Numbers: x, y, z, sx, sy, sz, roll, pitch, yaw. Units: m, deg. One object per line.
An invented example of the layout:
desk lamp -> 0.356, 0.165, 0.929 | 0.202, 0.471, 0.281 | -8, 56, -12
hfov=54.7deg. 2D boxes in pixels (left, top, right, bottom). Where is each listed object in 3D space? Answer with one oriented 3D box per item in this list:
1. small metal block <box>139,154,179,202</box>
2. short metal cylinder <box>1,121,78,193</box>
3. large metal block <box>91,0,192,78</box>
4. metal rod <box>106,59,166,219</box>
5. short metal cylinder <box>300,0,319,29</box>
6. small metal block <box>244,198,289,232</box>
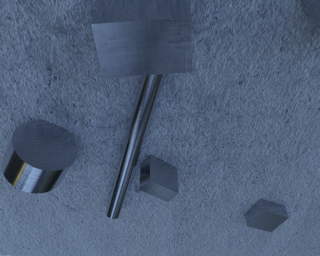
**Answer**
small metal block -> -0.001, 0.073, 0.453 | 0.050, 0.050, 0.025 | 29, 124, -23
short metal cylinder -> -0.155, 0.037, 0.401 | 0.080, 0.080, 0.050 | 25, 126, -20
large metal block -> -0.013, -0.092, 0.293 | 0.080, 0.080, 0.050 | -3, 130, 2
metal rod -> -0.041, 0.035, 0.436 | 0.025, 0.025, 0.298 | 11, 129, -10
short metal cylinder -> 0.180, -0.125, 0.286 | 0.081, 0.050, 0.079 | 0, 130, 0
small metal block -> 0.185, 0.153, 0.540 | 0.050, 0.025, 0.050 | 18, 128, -15
